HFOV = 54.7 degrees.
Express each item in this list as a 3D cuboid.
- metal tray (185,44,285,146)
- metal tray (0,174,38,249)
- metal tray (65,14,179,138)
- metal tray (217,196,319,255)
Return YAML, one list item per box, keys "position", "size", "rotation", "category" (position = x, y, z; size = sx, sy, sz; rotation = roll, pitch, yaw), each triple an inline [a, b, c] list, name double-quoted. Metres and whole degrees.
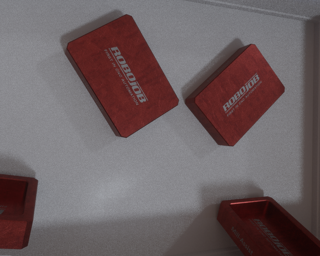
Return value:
- position: [0.111, -0.048, 0.451]
  size: [0.130, 0.030, 0.090]
  rotation: [-44, 104, -15]
  category: "metal tray"
- position: [-0.192, 0.074, 0.301]
  size: [0.131, 0.090, 0.030]
  rotation: [11, 104, -21]
  category: "metal tray"
- position: [-0.046, -0.064, 0.392]
  size: [0.090, 0.030, 0.130]
  rotation: [-34, 101, -17]
  category: "metal tray"
- position: [0.146, 0.142, 0.410]
  size: [0.091, 0.130, 0.030]
  rotation: [0, 112, -20]
  category: "metal tray"
